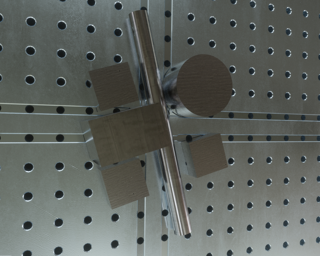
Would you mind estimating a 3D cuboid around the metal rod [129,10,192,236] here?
[{"bbox_3d":[0.002,-0.004,0.414,0.025,0.025,0.298,-13,95,-20],"label":"metal rod"}]

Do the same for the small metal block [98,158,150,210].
[{"bbox_3d":[-0.047,0.069,0.396,0.050,0.025,0.050,-17,96,-20],"label":"small metal block"}]

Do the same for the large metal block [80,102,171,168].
[{"bbox_3d":[-0.044,0.006,0.366,0.081,0.080,0.050,-16,96,-20],"label":"large metal block"}]

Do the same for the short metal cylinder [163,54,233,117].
[{"bbox_3d":[0.049,-0.055,0.418,0.081,0.050,0.079,0,90,-21],"label":"short metal cylinder"}]

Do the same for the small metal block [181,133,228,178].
[{"bbox_3d":[0.063,0.037,0.437,0.050,0.025,0.050,-16,96,-20],"label":"small metal block"}]

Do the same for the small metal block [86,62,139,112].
[{"bbox_3d":[-0.060,-0.051,0.391,0.050,0.025,0.050,-19,97,-19],"label":"small metal block"}]
